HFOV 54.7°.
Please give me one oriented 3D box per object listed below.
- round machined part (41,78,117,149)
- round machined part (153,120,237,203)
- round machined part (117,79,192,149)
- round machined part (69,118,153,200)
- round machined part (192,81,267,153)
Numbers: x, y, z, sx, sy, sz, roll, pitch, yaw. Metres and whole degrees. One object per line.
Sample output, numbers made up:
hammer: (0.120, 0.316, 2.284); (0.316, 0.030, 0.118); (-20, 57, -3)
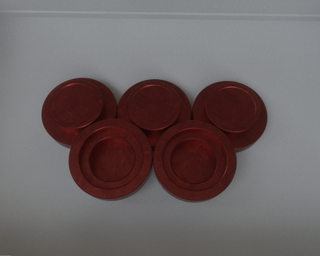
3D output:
round machined part: (-0.106, -0.024, 0.406); (0.099, 0.042, 0.098); (0, 69, -1)
round machined part: (0.041, 0.043, 0.383); (0.099, 0.042, 0.098); (0, 70, 0)
round machined part: (-0.008, -0.022, 0.406); (0.099, 0.042, 0.098); (0, 69, 0)
round machined part: (-0.058, 0.041, 0.383); (0.099, 0.042, 0.098); (0, 70, 0)
round machined part: (0.091, -0.019, 0.405); (0.099, 0.042, 0.098); (0, 69, 0)
